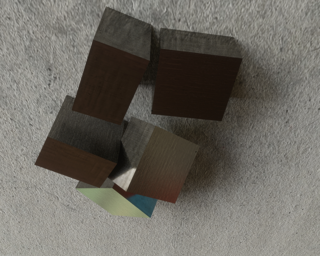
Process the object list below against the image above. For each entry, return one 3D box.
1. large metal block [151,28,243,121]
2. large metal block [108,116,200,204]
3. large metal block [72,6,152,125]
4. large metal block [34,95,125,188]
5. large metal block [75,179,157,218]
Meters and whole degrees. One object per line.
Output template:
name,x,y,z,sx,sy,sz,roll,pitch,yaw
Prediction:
large metal block,0.035,-0.058,0.342,0.081,0.050,0.079,6,130,-5
large metal block,-0.008,0.041,0.387,0.080,0.050,0.080,25,88,-40
large metal block,-0.048,-0.064,0.316,0.050,0.080,0.079,18,128,-15
large metal block,-0.095,0.016,0.382,0.080,0.080,0.050,24,126,-18
large metal block,-0.058,0.085,0.444,0.080,0.050,0.080,-10,135,40
